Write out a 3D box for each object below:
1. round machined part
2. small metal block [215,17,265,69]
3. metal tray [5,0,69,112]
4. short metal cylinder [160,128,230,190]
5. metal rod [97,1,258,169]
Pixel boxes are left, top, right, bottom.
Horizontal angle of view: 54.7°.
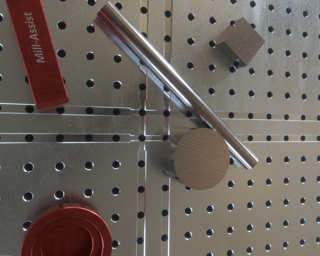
[{"bbox_3d":[-0.109,0.137,0.364,0.099,0.042,0.097,0,90,-21],"label":"round machined part"},{"bbox_3d":[0.119,-0.125,0.458,0.050,0.025,0.050,41,77,-16],"label":"small metal block"},{"bbox_3d":[-0.132,-0.084,0.329,0.030,0.090,0.129,-16,96,-20],"label":"metal tray"},{"bbox_3d":[0.046,0.039,0.418,0.081,0.050,0.079,0,90,-21],"label":"short metal cylinder"},{"bbox_3d":[0.033,-0.049,0.426,0.300,0.025,0.025,44,76,-15],"label":"metal rod"}]
